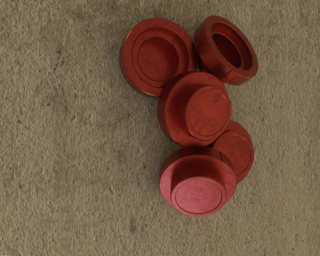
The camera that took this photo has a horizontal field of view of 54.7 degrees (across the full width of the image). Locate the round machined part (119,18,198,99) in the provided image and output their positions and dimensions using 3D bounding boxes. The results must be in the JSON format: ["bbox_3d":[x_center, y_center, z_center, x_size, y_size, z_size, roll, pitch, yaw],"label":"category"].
[{"bbox_3d":[-0.005,-0.087,0.400,0.099,0.042,0.097,0,90,-21],"label":"round machined part"}]

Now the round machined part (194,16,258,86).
[{"bbox_3d":[0.083,-0.099,0.418,0.099,0.042,0.098,20,54,-29],"label":"round machined part"}]

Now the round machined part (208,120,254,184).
[{"bbox_3d":[0.092,0.037,0.437,0.099,0.042,0.097,0,90,-21],"label":"round machined part"}]

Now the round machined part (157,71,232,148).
[{"bbox_3d":[0.050,-0.021,0.385,0.099,0.042,0.097,-6,104,-27],"label":"round machined part"}]

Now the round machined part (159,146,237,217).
[{"bbox_3d":[0.048,0.074,0.393,0.099,0.042,0.097,1,122,2],"label":"round machined part"}]
